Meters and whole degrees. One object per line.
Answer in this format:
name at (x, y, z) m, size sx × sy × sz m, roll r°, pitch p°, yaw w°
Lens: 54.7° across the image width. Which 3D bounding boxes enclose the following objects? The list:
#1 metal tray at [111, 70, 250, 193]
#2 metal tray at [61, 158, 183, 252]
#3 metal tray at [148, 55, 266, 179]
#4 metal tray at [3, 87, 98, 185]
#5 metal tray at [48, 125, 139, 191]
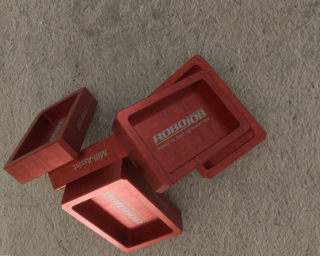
metal tray at (0.025, -0.001, 0.341) m, size 0.131 × 0.030 × 0.090 m, roll -30°, pitch 77°, yaw -28°
metal tray at (-0.041, 0.100, 0.377) m, size 0.090 × 0.130 × 0.030 m, roll -26°, pitch 37°, yaw 18°
metal tray at (0.056, -0.014, 0.387) m, size 0.090 × 0.030 × 0.130 m, roll -40°, pitch 78°, yaw 15°
metal tray at (-0.137, 0.005, 0.407) m, size 0.090 × 0.130 × 0.030 m, roll -25°, pitch 120°, yaw 18°
metal tray at (-0.065, 0.037, 0.397) m, size 0.130 × 0.090 × 0.030 m, roll -26°, pitch 82°, yaw 18°
